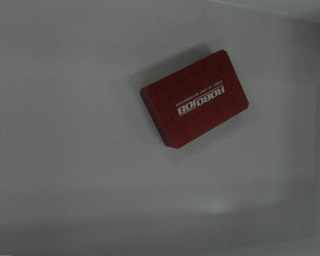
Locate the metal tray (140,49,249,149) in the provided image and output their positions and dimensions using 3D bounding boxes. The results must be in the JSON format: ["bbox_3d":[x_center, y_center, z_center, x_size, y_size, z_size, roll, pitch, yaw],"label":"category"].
[{"bbox_3d":[0.050,-0.040,0.426,0.131,0.030,0.090,-29,100,-18],"label":"metal tray"}]
